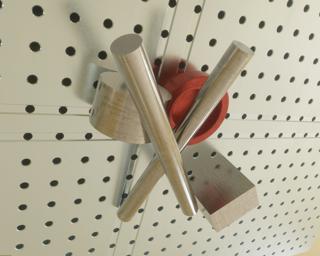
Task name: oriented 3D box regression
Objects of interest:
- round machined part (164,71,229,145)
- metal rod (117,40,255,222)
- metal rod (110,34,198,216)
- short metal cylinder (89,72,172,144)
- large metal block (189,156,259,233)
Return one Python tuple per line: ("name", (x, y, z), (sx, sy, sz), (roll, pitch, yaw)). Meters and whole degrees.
("round machined part", (0.037, -0.029, 0.404), (0.099, 0.042, 0.097), (-13, 125, -20))
("metal rod", (0.014, 0.026, 0.384), (0.025, 0.025, 0.298), (8, 131, -32))
("metal rod", (0.010, 0.028, 0.344), (0.025, 0.025, 0.299), (-31, 140, -9))
("short metal cylinder", (-0.033, -0.024, 0.344), (0.081, 0.080, 0.050), (5, 116, -31))
("large metal block", (0.097, 0.104, 0.495), (0.080, 0.080, 0.050), (-30, 129, -10))
